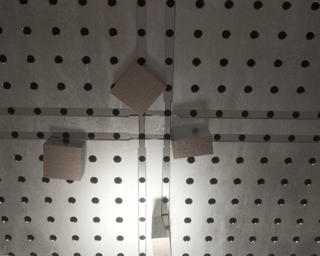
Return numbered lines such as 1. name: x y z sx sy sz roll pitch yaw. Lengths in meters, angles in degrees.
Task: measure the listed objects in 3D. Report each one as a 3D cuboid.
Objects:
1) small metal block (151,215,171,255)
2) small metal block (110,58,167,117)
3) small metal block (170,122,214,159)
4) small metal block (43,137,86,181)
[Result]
1. small metal block: 0.003 0.167 0.462 0.025 0.050 0.050 -6 110 2
2. small metal block: -0.027 -0.051 0.394 0.050 0.025 0.050 38 105 -13
3. small metal block: 0.040 0.016 0.407 0.050 0.050 0.025 -8 110 2
4. small metal block: -0.132 0.043 0.427 0.050 0.025 0.050 6 110 -3
